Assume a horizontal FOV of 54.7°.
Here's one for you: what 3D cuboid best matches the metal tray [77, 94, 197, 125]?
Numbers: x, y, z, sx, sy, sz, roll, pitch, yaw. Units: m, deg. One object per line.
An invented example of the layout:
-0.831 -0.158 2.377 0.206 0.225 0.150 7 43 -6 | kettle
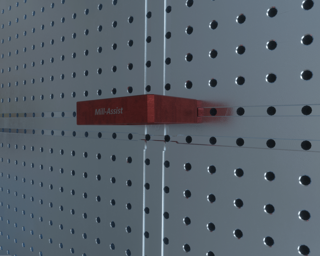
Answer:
-0.030 -0.019 0.389 0.130 0.091 0.030 -1 90 39 | metal tray
